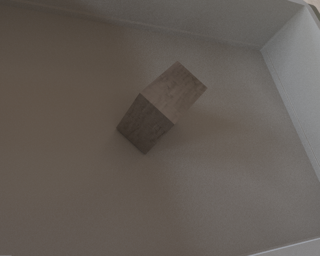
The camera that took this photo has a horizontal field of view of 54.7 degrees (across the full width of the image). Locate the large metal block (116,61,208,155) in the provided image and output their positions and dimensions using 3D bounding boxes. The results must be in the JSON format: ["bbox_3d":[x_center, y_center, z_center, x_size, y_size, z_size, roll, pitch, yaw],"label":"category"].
[{"bbox_3d":[0.002,-0.024,0.384,0.050,0.080,0.080,43,51,1],"label":"large metal block"}]
